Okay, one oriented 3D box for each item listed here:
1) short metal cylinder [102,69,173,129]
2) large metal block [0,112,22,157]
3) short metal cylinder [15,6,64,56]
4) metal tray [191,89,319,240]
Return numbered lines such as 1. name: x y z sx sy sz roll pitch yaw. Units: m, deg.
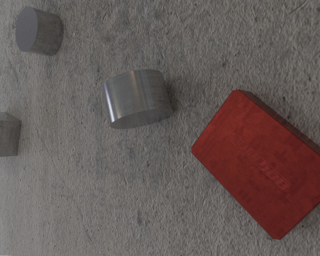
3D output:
1. short metal cylinder: -0.029 -0.034 0.393 0.080 0.081 0.050 -23 76 38
2. large metal block: -0.352 0.012 0.679 0.080 0.050 0.079 20 103 38
3. short metal cylinder: -0.224 -0.177 0.573 0.080 0.050 0.080 0 90 40
4. metal tray: 0.103 0.033 0.317 0.130 0.030 0.089 47 118 29
